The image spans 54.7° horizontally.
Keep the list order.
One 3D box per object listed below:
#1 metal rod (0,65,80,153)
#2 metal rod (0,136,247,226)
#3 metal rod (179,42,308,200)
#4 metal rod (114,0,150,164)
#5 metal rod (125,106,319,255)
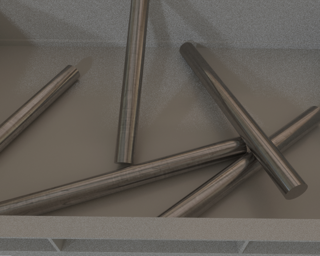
[{"bbox_3d":[-0.204,0.015,0.390,0.025,0.025,0.301,22,53,17],"label":"metal rod"},{"bbox_3d":[-0.041,0.058,0.355,0.302,0.025,0.025,-14,52,-12],"label":"metal rod"},{"bbox_3d":[0.090,-0.034,0.412,0.025,0.025,0.300,-14,45,-11],"label":"metal rod"},{"bbox_3d":[-0.032,-0.102,0.408,0.025,0.025,0.299,3,76,3],"label":"metal rod"},{"bbox_3d":[0.093,0.051,0.362,0.302,0.025,0.025,-30,56,-23],"label":"metal rod"}]
